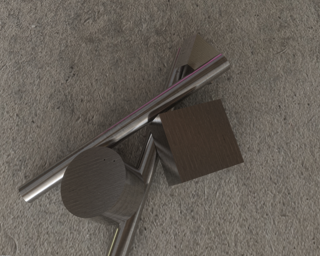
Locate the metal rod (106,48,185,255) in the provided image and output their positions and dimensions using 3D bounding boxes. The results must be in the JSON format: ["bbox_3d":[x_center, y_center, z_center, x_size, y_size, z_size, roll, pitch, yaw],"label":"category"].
[{"bbox_3d":[-0.009,0.026,0.399,0.025,0.025,0.299,16,71,6],"label":"metal rod"}]

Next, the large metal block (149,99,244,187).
[{"bbox_3d":[0.042,0.018,0.374,0.081,0.050,0.080,-15,80,-19],"label":"large metal block"}]

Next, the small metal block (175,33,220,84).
[{"bbox_3d":[0.053,-0.093,0.430,0.050,0.025,0.050,30,67,-32],"label":"small metal block"}]

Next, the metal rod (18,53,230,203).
[{"bbox_3d":[-0.040,-0.003,0.391,0.301,0.025,0.025,-34,74,-5],"label":"metal rod"}]

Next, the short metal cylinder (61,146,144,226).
[{"bbox_3d":[-0.065,0.068,0.357,0.080,0.050,0.080,-9,62,18],"label":"short metal cylinder"}]
